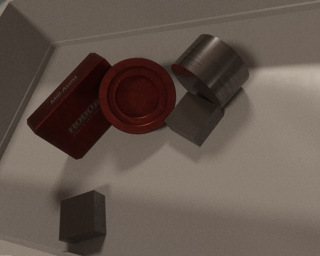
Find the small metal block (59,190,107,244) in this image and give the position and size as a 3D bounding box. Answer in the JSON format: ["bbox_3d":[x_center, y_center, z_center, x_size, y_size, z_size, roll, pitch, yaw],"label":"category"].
[{"bbox_3d":[-0.096,0.111,0.386,0.050,0.025,0.050,-20,54,15],"label":"small metal block"}]

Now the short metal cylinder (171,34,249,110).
[{"bbox_3d":[0.060,-0.067,0.379,0.050,0.080,0.080,-48,52,-5],"label":"short metal cylinder"}]

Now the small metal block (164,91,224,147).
[{"bbox_3d":[0.042,-0.012,0.390,0.050,0.025,0.050,31,79,37],"label":"small metal block"}]

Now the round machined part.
[{"bbox_3d":[-0.030,-0.041,0.413,0.099,0.042,0.097,0,91,-6],"label":"round machined part"}]

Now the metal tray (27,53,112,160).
[{"bbox_3d":[-0.105,-0.028,0.433,0.130,0.090,0.030,-49,50,-6],"label":"metal tray"}]
